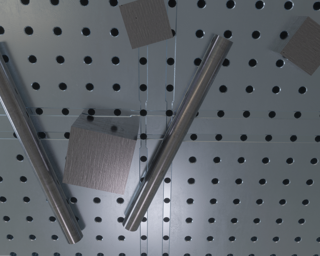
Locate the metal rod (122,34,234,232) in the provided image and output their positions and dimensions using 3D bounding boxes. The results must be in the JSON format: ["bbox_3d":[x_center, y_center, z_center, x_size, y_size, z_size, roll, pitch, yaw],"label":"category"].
[{"bbox_3d":[0.016,0.019,0.420,0.025,0.025,0.298,23,108,-8],"label":"metal rod"}]

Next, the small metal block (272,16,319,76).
[{"bbox_3d":[0.177,-0.100,0.378,0.050,0.025,0.050,31,107,-11],"label":"small metal block"}]

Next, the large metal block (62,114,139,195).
[{"bbox_3d":[-0.077,0.034,0.412,0.081,0.050,0.079,13,110,-5],"label":"large metal block"}]

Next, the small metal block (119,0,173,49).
[{"bbox_3d":[-0.015,-0.126,0.367,0.050,0.025,0.050,-15,110,5],"label":"small metal block"}]

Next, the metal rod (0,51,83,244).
[{"bbox_3d":[-0.170,0.034,0.424,0.025,0.025,0.298,-15,110,5],"label":"metal rod"}]
